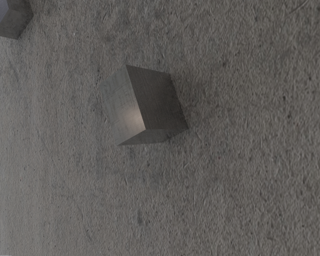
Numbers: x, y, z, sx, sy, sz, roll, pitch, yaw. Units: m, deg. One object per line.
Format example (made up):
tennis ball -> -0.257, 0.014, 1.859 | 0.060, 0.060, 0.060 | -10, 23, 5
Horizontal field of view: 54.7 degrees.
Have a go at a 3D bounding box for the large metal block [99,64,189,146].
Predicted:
large metal block -> -0.019, -0.026, 0.385 | 0.050, 0.081, 0.080 | -29, 72, 36

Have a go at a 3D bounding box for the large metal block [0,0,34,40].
large metal block -> -0.317, -0.247, 0.651 | 0.080, 0.050, 0.080 | -34, 69, 35
